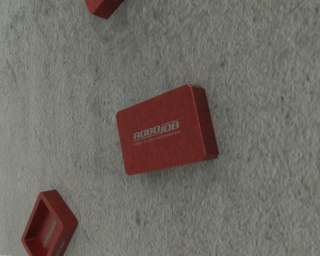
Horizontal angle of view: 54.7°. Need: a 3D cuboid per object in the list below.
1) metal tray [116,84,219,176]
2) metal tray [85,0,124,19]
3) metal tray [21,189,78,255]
[{"bbox_3d":[0.004,0.007,0.397,0.130,0.030,0.090,-18,79,38],"label":"metal tray"},{"bbox_3d":[-0.067,-0.238,0.455,0.130,0.030,0.090,-35,69,34],"label":"metal tray"},{"bbox_3d":[-0.205,0.190,0.567,0.090,0.030,0.129,41,115,32],"label":"metal tray"}]
